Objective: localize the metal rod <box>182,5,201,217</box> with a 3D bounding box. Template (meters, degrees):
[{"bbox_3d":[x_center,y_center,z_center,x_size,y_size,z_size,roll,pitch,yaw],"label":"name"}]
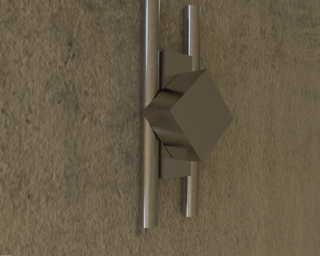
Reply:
[{"bbox_3d":[0.045,-0.024,0.447,0.025,0.025,0.298,1,90,-40],"label":"metal rod"}]

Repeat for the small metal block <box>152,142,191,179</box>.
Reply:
[{"bbox_3d":[0.016,0.041,0.420,0.050,0.025,0.050,1,90,-40],"label":"small metal block"}]

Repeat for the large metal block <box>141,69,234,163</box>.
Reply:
[{"bbox_3d":[0.037,-0.015,0.388,0.080,0.050,0.080,-49,119,-29],"label":"large metal block"}]

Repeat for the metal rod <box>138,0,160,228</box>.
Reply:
[{"bbox_3d":[-0.013,-0.025,0.397,0.025,0.025,0.298,1,90,-40],"label":"metal rod"}]

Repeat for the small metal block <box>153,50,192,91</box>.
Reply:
[{"bbox_3d":[0.017,-0.075,0.421,0.050,0.025,0.050,1,90,-40],"label":"small metal block"}]
